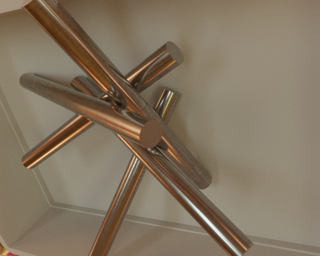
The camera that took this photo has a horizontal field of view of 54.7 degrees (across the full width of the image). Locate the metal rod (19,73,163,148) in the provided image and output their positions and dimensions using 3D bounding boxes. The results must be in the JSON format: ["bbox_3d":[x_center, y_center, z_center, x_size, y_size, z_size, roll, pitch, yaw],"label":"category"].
[{"bbox_3d":[-0.104,-0.033,0.366,0.300,0.025,0.025,22,131,46],"label":"metal rod"}]

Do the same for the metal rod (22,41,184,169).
[{"bbox_3d":[-0.091,-0.011,0.384,0.299,0.025,0.025,-30,102,35],"label":"metal rod"}]

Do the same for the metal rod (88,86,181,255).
[{"bbox_3d":[-0.046,0.087,0.410,0.025,0.025,0.298,27,104,11],"label":"metal rod"}]

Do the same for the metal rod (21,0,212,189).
[{"bbox_3d":[-0.019,-0.014,0.332,0.025,0.025,0.300,-11,138,33],"label":"metal rod"}]

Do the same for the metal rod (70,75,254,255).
[{"bbox_3d":[-0.017,0.028,0.362,0.300,0.025,0.025,43,133,28],"label":"metal rod"}]
